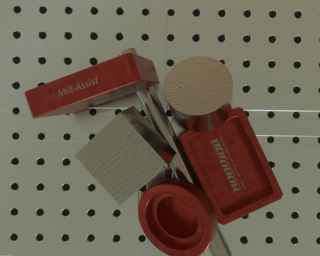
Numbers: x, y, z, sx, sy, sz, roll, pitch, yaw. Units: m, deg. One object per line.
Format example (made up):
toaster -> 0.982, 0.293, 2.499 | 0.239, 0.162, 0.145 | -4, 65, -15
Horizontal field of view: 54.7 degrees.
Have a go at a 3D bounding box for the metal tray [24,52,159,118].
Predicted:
metal tray -> -0.074, -0.047, 0.362 | 0.130, 0.090, 0.030 | -17, 92, 14

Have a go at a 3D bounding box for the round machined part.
round machined part -> 0.025, 0.108, 0.387 | 0.098, 0.042, 0.097 | 8, 107, 27

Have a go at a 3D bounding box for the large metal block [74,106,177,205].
large metal block -> -0.040, 0.032, 0.379 | 0.080, 0.050, 0.080 | -42, 91, 18

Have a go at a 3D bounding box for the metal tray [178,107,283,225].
metal tray -> 0.091, 0.048, 0.408 | 0.090, 0.030, 0.129 | -25, 90, 0

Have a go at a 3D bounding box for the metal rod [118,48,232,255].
metal rod -> 0.020, 0.035, 0.409 | 0.025, 0.025, 0.299 | -25, 90, 0

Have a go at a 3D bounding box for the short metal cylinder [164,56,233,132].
short metal cylinder -> 0.049, -0.041, 0.383 | 0.080, 0.050, 0.080 | -4, 66, 10
